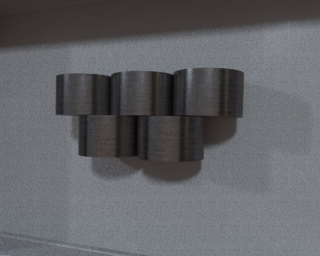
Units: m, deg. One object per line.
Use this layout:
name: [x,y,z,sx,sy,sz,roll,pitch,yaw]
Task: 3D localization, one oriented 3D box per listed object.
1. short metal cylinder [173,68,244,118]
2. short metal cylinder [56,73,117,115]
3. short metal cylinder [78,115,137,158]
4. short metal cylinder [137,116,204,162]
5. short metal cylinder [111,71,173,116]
short metal cylinder: [0.055,-0.038,0.360,0.080,0.080,0.050,2,91,20]
short metal cylinder: [-0.097,-0.042,0.414,0.080,0.080,0.050,1,91,20]
short metal cylinder: [-0.064,0.009,0.402,0.080,0.080,0.050,1,91,20]
short metal cylinder: [0.013,0.011,0.375,0.080,0.080,0.050,1,91,20]
short metal cylinder: [-0.021,-0.040,0.387,0.080,0.080,0.050,1,91,20]
